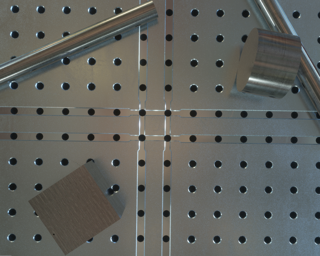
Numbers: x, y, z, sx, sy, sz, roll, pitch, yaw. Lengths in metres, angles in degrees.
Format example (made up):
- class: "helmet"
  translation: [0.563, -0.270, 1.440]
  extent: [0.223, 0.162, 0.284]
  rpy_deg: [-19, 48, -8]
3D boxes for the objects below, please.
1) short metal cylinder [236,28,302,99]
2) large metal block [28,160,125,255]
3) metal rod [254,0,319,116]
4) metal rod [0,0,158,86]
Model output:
- class: "short metal cylinder"
  translation: [0.133, -0.080, 0.388]
  extent: [0.050, 0.080, 0.080]
  rpy_deg: [11, 90, -1]
- class: "large metal block"
  translation: [-0.104, 0.099, 0.400]
  extent: [0.080, 0.050, 0.080]
  rpy_deg: [-34, 90, 0]
- class: "metal rod"
  translation: [0.180, -0.105, 0.415]
  extent: [0.025, 0.025, 0.299]
  rpy_deg: [-30, 90, 0]
- class: "metal rod"
  translation: [-0.145, -0.099, 0.411]
  extent: [0.301, 0.025, 0.025]
  rpy_deg: [-23, 90, -1]
